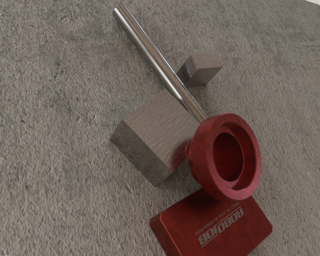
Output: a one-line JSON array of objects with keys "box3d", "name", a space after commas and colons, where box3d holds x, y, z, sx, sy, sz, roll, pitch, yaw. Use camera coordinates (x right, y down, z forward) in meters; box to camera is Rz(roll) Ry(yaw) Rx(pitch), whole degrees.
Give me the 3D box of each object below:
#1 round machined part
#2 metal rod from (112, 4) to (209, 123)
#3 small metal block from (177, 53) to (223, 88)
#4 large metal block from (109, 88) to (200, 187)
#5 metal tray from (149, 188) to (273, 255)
[{"box3d": [0.071, 0.034, 0.357, 0.099, 0.042, 0.098, 11, 73, -38], "name": "round machined part"}, {"box3d": [0.021, -0.061, 0.452, 0.025, 0.025, 0.299, -27, 76, -37], "name": "metal rod"}, {"box3d": [0.059, -0.087, 0.472, 0.050, 0.050, 0.025, -12, 68, -33], "name": "small metal block"}, {"box3d": [0.000, 0.011, 0.381, 0.080, 0.050, 0.080, 46, 51, 4], "name": "large metal block"}, {"box3d": [0.064, 0.115, 0.365, 0.131, 0.030, 0.090, -22, 74, -36], "name": "metal tray"}]
